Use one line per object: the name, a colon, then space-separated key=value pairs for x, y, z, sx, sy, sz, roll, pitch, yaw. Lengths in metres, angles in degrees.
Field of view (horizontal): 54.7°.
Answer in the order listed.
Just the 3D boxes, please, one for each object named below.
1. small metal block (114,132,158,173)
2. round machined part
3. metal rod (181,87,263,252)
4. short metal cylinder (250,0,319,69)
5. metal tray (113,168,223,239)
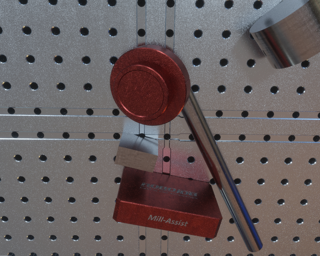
small metal block: x=-0.030 y=0.031 z=0.411 sx=0.050 sy=0.050 sz=0.025 roll=14 pitch=110 yaw=-6
round machined part: x=-0.016 y=-0.047 z=0.371 sx=0.098 sy=0.042 sz=0.097 roll=8 pitch=116 yaw=17
metal rod: x=0.083 y=0.058 z=0.436 sx=0.025 sy=0.025 sz=0.299 roll=-25 pitch=109 yaw=8
short metal cylinder: x=0.149 y=-0.111 z=0.345 sx=0.080 sy=0.080 sz=0.050 roll=-35 pitch=107 yaw=12
metal tray: x=0.009 y=0.097 z=0.414 sx=0.131 sy=0.090 sz=0.030 roll=12 pitch=108 yaw=-5
